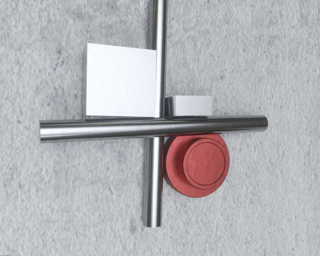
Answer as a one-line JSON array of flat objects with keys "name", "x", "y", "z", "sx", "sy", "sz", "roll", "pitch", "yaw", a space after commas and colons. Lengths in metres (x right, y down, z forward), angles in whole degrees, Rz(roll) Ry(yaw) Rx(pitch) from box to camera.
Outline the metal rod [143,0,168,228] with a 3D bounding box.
[{"name": "metal rod", "x": -0.006, "y": -0.022, "z": 0.409, "sx": 0.025, "sy": 0.025, "sz": 0.298, "roll": 2, "pitch": 89, "yaw": -20}]

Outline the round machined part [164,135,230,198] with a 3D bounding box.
[{"name": "round machined part", "x": 0.054, "y": 0.047, "z": 0.421, "sx": 0.099, "sy": 0.042, "sz": 0.097, "roll": 0, "pitch": 90, "yaw": -21}]

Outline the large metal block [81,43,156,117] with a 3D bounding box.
[{"name": "large metal block", "x": -0.051, "y": -0.053, "z": 0.378, "sx": 0.081, "sy": 0.050, "sz": 0.079, "roll": 1, "pitch": 90, "yaw": -21}]

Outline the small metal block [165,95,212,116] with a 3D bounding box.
[{"name": "small metal block", "x": 0.035, "y": -0.028, "z": 0.411, "sx": 0.050, "sy": 0.050, "sz": 0.025, "roll": -2, "pitch": 91, "yaw": -20}]

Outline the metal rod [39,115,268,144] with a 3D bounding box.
[{"name": "metal rod", "x": 0.011, "y": -0.001, "z": 0.389, "sx": 0.303, "sy": 0.025, "sz": 0.025, "roll": -2, "pitch": 91, "yaw": -24}]
